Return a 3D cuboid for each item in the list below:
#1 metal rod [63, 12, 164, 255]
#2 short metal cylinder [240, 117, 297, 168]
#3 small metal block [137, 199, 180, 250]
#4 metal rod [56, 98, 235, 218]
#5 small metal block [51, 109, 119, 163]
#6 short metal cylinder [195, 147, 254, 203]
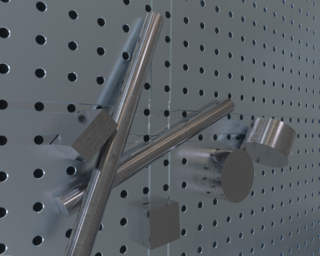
[{"bbox_3d":[-0.044,-0.007,0.350,0.025,0.025,0.299,31,64,-36],"label":"metal rod"},{"bbox_3d":[0.185,0.026,0.528,0.080,0.080,0.050,43,64,-32],"label":"short metal cylinder"},{"bbox_3d":[-0.001,0.125,0.408,0.050,0.025,0.050,-4,93,-40],"label":"small metal block"},{"bbox_3d":[0.004,0.023,0.412,0.302,0.025,0.025,-30,109,-36],"label":"metal rod"},{"bbox_3d":[-0.079,0.007,0.326,0.025,0.050,0.050,50,60,-29],"label":"small metal block"},{"bbox_3d":[0.100,0.071,0.477,0.081,0.050,0.079,0,90,-40],"label":"short metal cylinder"}]
